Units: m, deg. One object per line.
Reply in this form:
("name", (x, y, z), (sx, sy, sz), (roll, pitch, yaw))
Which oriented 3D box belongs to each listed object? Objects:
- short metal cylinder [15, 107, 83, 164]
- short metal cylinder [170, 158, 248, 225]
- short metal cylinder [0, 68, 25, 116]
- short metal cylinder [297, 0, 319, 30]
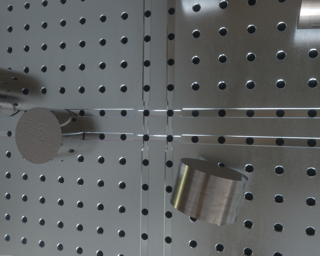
("short metal cylinder", (-0.162, 0.010, 0.457), (0.080, 0.050, 0.079), (0, 90, 20))
("short metal cylinder", (0.057, 0.071, 0.363), (0.080, 0.080, 0.050), (16, 96, 19))
("short metal cylinder", (-0.266, -0.059, 0.493), (0.080, 0.050, 0.079), (0, 90, 20))
("short metal cylinder", (0.174, -0.144, 0.322), (0.050, 0.080, 0.079), (5, 92, 20))
